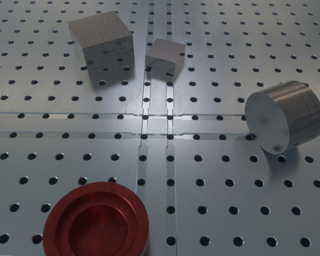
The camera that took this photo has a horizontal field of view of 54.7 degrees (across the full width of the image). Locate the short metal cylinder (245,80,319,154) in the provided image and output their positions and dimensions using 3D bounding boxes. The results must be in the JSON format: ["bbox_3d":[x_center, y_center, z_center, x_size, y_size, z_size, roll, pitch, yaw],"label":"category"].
[{"bbox_3d":[0.151,-0.014,0.384,0.050,0.080,0.080,-20,53,-16],"label":"short metal cylinder"}]

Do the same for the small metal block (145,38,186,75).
[{"bbox_3d":[0.009,-0.118,0.506,0.050,0.025,0.050,17,52,14],"label":"small metal block"}]

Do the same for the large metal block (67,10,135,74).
[{"bbox_3d":[-0.096,-0.143,0.511,0.081,0.050,0.080,-21,53,-17],"label":"large metal block"}]

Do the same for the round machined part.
[{"bbox_3d":[-0.060,0.106,0.307,0.099,0.042,0.098,0,50,0],"label":"round machined part"}]
